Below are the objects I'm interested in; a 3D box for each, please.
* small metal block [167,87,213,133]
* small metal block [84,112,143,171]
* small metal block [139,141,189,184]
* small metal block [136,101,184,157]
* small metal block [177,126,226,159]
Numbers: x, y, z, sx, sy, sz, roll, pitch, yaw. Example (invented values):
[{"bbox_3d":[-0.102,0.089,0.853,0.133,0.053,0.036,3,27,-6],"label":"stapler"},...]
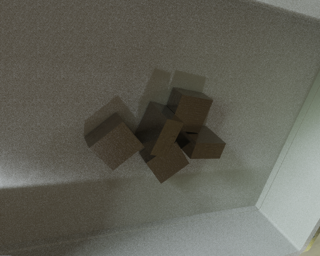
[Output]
[{"bbox_3d":[0.035,-0.023,0.413,0.050,0.025,0.050,6,115,-32],"label":"small metal block"},{"bbox_3d":[-0.057,0.018,0.387,0.050,0.025,0.050,-38,130,-3],"label":"small metal block"},{"bbox_3d":[0.007,0.043,0.438,0.050,0.025,0.050,-35,129,-5],"label":"small metal block"},{"bbox_3d":[-0.002,0.001,0.391,0.025,0.050,0.050,13,111,-34],"label":"small metal block"},{"bbox_3d":[0.054,0.019,0.433,0.050,0.050,0.025,3,117,-30],"label":"small metal block"}]
